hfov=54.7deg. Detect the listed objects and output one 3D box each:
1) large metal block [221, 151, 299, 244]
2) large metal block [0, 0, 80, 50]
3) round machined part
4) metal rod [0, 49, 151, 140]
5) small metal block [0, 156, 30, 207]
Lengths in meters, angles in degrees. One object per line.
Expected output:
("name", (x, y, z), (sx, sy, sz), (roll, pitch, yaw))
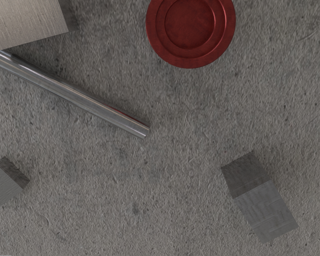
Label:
("large metal block", (0.130, 0.090, 0.415), (0.050, 0.080, 0.080), (-31, 107, 11))
("large metal block", (-0.146, -0.138, 0.344), (0.080, 0.050, 0.080), (-14, 110, 5))
("round machined part", (0.033, -0.120, 0.357), (0.099, 0.042, 0.097), (0, 110, 0))
("metal rod", (-0.150, -0.064, 0.384), (0.301, 0.025, 0.025), (27, 108, -10))
("small metal block", (-0.223, 0.076, 0.436), (0.050, 0.025, 0.050), (-35, 107, 12))
